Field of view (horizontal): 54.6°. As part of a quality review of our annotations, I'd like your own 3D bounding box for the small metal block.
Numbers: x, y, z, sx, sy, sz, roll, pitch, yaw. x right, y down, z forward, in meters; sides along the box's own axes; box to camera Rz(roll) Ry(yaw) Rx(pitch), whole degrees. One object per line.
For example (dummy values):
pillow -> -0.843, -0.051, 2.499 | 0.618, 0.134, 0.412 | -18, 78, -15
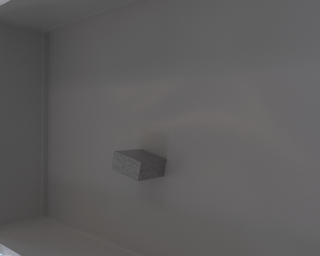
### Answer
small metal block -> -0.028, 0.048, 0.415 | 0.050, 0.050, 0.025 | 17, 101, 39
